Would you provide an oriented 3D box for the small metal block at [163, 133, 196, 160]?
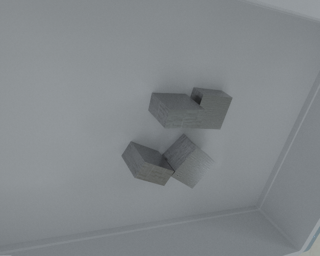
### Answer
[{"bbox_3d":[0.037,0.044,0.458,0.050,0.025,0.050,-45,130,3],"label":"small metal block"}]

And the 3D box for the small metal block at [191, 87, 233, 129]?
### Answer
[{"bbox_3d":[0.066,-0.026,0.430,0.050,0.025,0.050,2,117,-30],"label":"small metal block"}]

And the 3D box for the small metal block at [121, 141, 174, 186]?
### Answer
[{"bbox_3d":[-0.017,0.048,0.414,0.050,0.050,0.025,23,106,-37],"label":"small metal block"}]

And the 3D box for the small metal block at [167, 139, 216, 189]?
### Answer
[{"bbox_3d":[0.041,0.051,0.432,0.050,0.025,0.050,-49,130,6],"label":"small metal block"}]

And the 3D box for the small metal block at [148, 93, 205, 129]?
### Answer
[{"bbox_3d":[0.020,-0.023,0.391,0.050,0.050,0.025,-2,119,-28],"label":"small metal block"}]
